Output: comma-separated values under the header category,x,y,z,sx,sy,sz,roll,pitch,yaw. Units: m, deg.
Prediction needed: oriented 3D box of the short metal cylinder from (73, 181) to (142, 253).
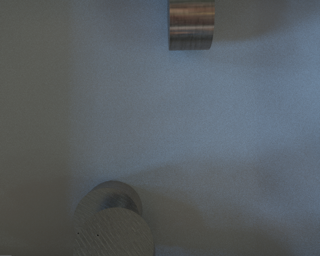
category,x,y,z,sx,sy,sz,roll,pitch,yaw
short metal cylinder,-0.064,0.112,0.398,0.081,0.050,0.080,0,90,0

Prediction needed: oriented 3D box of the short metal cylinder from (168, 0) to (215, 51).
category,x,y,z,sx,sy,sz,roll,pitch,yaw
short metal cylinder,0.036,-0.137,0.384,0.050,0.080,0.080,-1,90,0

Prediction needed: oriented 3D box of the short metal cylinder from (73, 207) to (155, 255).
category,x,y,z,sx,sy,sz,roll,pitch,yaw
short metal cylinder,-0.046,0.131,0.333,0.080,0.050,0.080,0,62,1
